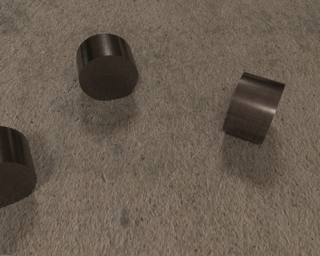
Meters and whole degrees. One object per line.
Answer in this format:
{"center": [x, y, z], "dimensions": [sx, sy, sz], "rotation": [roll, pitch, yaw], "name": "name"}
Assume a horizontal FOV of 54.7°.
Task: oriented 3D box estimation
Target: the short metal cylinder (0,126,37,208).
{"center": [-0.178, 0.043, 0.329], "dimensions": [0.081, 0.080, 0.050], "rotation": [-19, 53, -16], "name": "short metal cylinder"}

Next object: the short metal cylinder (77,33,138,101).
{"center": [-0.075, -0.085, 0.438], "dimensions": [0.081, 0.080, 0.050], "rotation": [-11, 51, -9], "name": "short metal cylinder"}

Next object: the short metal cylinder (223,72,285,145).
{"center": [0.118, -0.025, 0.390], "dimensions": [0.050, 0.080, 0.080], "rotation": [21, 53, 16], "name": "short metal cylinder"}
